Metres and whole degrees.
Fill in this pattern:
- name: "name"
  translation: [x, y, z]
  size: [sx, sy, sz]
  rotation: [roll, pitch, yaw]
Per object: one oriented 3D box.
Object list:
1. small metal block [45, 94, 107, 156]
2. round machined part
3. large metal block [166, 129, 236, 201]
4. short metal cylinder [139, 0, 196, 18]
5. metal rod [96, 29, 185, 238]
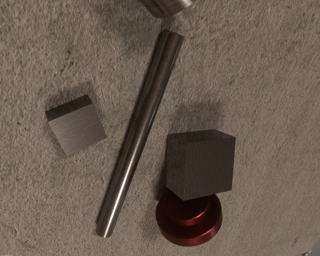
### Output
- name: "small metal block"
  translation: [-0.095, -0.003, 0.354]
  size: [0.050, 0.025, 0.050]
  rotation: [-25, 128, -13]
- name: "round machined part"
  translation: [0.041, 0.120, 0.458]
  size: [0.099, 0.098, 0.042]
  rotation: [-24, 128, -14]
- name: "large metal block"
  translation: [0.057, 0.049, 0.441]
  size: [0.081, 0.050, 0.079]
  rotation: [-5, 105, -26]
- name: "short metal cylinder"
  translation: [0.007, -0.149, 0.284]
  size: [0.080, 0.080, 0.050]
  rotation: [-47, 129, 4]
- name: "metal rod"
  translation: [-0.033, 0.023, 0.404]
  size: [0.025, 0.025, 0.298]
  rotation: [7, 115, -32]
